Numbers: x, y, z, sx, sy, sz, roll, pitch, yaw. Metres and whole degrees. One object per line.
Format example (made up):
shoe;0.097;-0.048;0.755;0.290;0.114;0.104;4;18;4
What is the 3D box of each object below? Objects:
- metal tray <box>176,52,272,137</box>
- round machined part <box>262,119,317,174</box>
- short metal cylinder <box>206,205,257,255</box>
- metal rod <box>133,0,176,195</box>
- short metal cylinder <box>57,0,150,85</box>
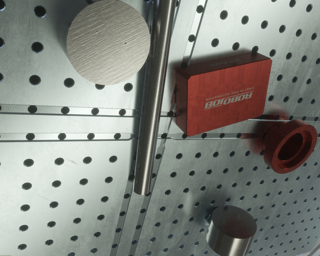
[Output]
metal tray;0.087;-0.047;0.426;0.131;0.030;0.089;-15;125;-20
round machined part;0.218;0.028;0.536;0.099;0.042;0.097;-14;124;-21
short metal cylinder;0.128;0.187;0.561;0.081;0.080;0.050;-7;121;-25
metal rod;-0.008;-0.041;0.381;0.025;0.025;0.298;-7;122;-25
short metal cylinder;-0.057;-0.089;0.309;0.081;0.050;0.079;-14;124;-21
